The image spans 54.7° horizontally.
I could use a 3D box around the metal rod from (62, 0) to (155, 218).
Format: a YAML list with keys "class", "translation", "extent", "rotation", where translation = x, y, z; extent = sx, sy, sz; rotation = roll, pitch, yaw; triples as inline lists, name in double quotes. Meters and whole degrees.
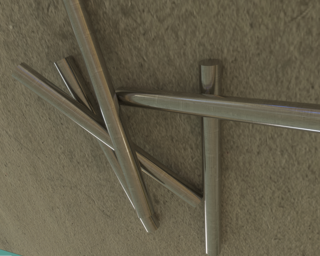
- class: "metal rod"
  translation: [-0.062, -0.025, 0.389]
  extent: [0.025, 0.025, 0.298]
  rotation: [-10, 103, 32]

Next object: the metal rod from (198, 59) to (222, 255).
- class: "metal rod"
  translation: [0.068, 0.059, 0.406]
  extent: [0.025, 0.025, 0.298]
  rotation: [8, 122, 24]

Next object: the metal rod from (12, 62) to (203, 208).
- class: "metal rod"
  translation: [-0.066, 0.013, 0.423]
  extent: [0.301, 0.025, 0.025]
  rotation: [37, 129, -7]

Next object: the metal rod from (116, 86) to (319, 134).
- class: "metal rod"
  translation: [0.067, -0.021, 0.316]
  extent: [0.300, 0.025, 0.025]
  rotation: [10, 124, 37]

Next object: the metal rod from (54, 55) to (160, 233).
- class: "metal rod"
  translation: [-0.071, 0.035, 0.464]
  extent: [0.025, 0.025, 0.299]
  rotation: [-12, 112, 33]
